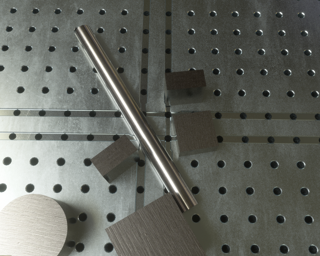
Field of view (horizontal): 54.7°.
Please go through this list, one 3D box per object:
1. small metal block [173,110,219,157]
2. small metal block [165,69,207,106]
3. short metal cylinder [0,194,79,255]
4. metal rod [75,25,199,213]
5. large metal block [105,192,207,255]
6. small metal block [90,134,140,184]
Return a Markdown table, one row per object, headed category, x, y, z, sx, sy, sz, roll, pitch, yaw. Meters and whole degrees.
| category | x | y | z | sx | sy | sz | roll | pitch | yaw |
| --- | --- | --- | --- | --- | --- | --- | --- | --- | --- |
| small metal block | 0.046 | 0.008 | 0.410 | 0.050 | 0.025 | 0.050 | -9 | 70 | -4 |
| small metal block | 0.032 | -0.053 | 0.418 | 0.050 | 0.050 | 0.025 | -6 | 70 | -3 |
| short metal cylinder | -0.139 | 0.119 | 0.353 | 0.081 | 0.050 | 0.080 | 0 | 70 | 0 |
| metal rod | -0.039 | -0.023 | 0.419 | 0.025 | 0.025 | 0.299 | -29 | 73 | -10 |
| large metal block | -0.004 | 0.131 | 0.351 | 0.080 | 0.050 | 0.080 | -28 | 73 | -10 |
| small metal block | -0.054 | 0.039 | 0.383 | 0.050 | 0.050 | 0.025 | -37 | 75 | -13 |
